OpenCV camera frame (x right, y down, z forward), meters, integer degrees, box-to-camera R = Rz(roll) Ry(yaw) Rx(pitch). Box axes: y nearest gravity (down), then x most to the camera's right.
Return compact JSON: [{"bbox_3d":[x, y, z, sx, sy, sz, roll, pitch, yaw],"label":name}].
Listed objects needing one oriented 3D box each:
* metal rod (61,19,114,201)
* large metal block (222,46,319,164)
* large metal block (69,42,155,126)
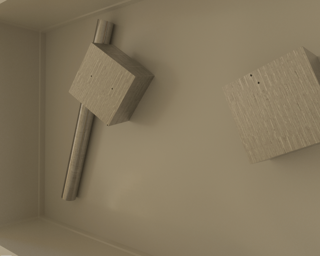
[{"bbox_3d":[-0.120,-0.022,0.502,0.025,0.025,0.298,24,105,37],"label":"metal rod"},{"bbox_3d":[0.117,-0.018,0.293,0.080,0.050,0.080,-26,74,36],"label":"large metal block"},{"bbox_3d":[-0.068,-0.061,0.432,0.080,0.050,0.080,39,115,16],"label":"large metal block"}]
